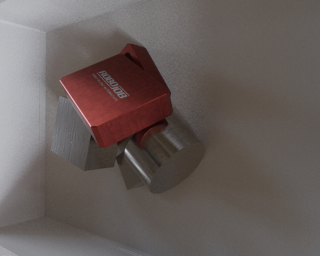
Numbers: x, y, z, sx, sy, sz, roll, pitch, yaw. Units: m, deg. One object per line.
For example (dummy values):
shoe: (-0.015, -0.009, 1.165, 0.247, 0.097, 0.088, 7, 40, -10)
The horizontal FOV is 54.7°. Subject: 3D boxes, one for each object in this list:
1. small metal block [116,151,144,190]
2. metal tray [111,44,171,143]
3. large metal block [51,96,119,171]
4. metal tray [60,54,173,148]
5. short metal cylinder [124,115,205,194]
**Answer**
small metal block: (-0.029, 0.051, 0.427, 0.050, 0.025, 0.050, -35, 68, 34)
metal tray: (-0.053, -0.043, 0.443, 0.129, 0.030, 0.090, -41, 66, 32)
large metal block: (-0.101, 0.005, 0.427, 0.080, 0.050, 0.079, 21, 103, 37)
metal tray: (-0.056, -0.039, 0.368, 0.130, 0.091, 0.030, 45, 156, 46)
short metal cylinder: (0.006, 0.031, 0.363, 0.050, 0.081, 0.080, 47, 118, 29)
